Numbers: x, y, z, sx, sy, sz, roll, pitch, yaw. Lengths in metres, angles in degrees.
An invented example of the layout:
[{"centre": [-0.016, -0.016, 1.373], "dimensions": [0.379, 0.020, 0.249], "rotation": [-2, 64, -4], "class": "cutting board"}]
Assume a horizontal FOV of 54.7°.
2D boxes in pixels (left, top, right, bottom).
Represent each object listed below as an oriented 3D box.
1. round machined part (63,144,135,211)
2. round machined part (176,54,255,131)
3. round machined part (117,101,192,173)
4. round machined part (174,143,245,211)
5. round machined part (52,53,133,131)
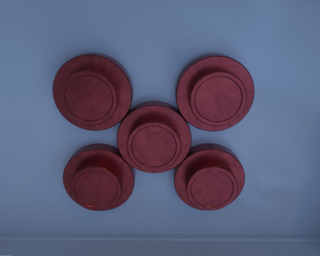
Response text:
[{"centre": [-0.085, 0.074, 0.427], "dimensions": [0.099, 0.042, 0.097], "rotation": [0, 110, -1], "class": "round machined part"}, {"centre": [0.069, -0.041, 0.387], "dimensions": [0.099, 0.042, 0.097], "rotation": [0, 110, -1], "class": "round machined part"}, {"centre": [-0.008, 0.017, 0.406], "dimensions": [0.099, 0.042, 0.097], "rotation": [0, 110, -1], "class": "round machined part"}, {"centre": [0.069, 0.074, 0.429], "dimensions": [0.099, 0.042, 0.097], "rotation": [0, 110, -1], "class": "round machined part"}, {"centre": [-0.084, -0.042, 0.384], "dimensions": [0.099, 0.042, 0.097], "rotation": [0, 110, -1], "class": "round machined part"}]
